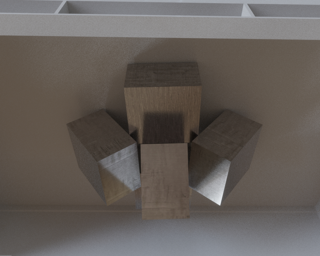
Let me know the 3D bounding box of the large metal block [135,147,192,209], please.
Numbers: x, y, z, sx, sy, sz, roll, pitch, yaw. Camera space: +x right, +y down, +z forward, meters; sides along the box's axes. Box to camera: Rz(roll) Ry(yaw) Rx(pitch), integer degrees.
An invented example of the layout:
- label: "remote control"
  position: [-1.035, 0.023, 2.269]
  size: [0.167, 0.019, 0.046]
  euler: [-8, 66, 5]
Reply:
- label: "large metal block"
  position: [0.005, 0.075, 0.455]
  size: [0.081, 0.050, 0.079]
  euler: [0, 130, -1]

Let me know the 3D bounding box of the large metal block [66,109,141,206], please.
- label: "large metal block"
  position: [-0.070, 0.036, 0.391]
  size: [0.050, 0.080, 0.079]
  euler: [-27, 137, -26]

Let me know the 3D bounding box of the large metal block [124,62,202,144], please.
- label: "large metal block"
  position: [0.004, -0.028, 0.363]
  size: [0.080, 0.050, 0.079]
  euler: [-1, 130, 1]

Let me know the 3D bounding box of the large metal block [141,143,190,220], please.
- label: "large metal block"
  position: [0.005, 0.059, 0.369]
  size: [0.050, 0.080, 0.080]
  euler: [-1, 86, -1]

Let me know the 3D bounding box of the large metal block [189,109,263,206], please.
- label: "large metal block"
  position: [0.081, 0.036, 0.393]
  size: [0.050, 0.080, 0.079]
  euler: [28, 137, 28]
